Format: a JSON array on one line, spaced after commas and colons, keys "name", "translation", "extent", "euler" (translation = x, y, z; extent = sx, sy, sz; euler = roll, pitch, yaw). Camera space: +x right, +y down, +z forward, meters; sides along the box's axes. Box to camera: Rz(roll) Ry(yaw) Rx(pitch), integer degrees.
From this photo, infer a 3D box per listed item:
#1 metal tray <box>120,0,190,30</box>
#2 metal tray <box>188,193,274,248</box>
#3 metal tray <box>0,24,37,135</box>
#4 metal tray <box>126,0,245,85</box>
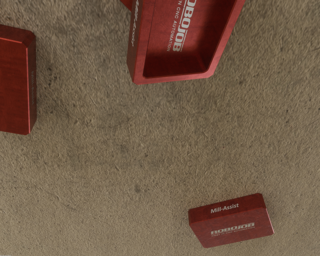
[{"name": "metal tray", "translation": [0.010, -0.161, 0.266], "extent": [0.130, 0.030, 0.090], "euler": [-35, 122, 26]}, {"name": "metal tray", "translation": [0.125, 0.166, 0.547], "extent": [0.130, 0.030, 0.090], "euler": [-17, 128, 14]}, {"name": "metal tray", "translation": [-0.193, -0.055, 0.355], "extent": [0.091, 0.030, 0.129], "euler": [10, 130, -9]}, {"name": "metal tray", "translation": [0.021, -0.097, 0.282], "extent": [0.091, 0.030, 0.129], "euler": [-8, 148, -17]}]
